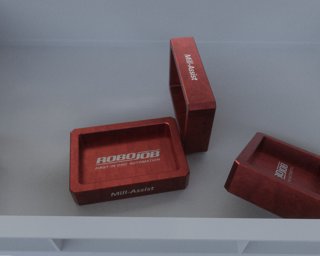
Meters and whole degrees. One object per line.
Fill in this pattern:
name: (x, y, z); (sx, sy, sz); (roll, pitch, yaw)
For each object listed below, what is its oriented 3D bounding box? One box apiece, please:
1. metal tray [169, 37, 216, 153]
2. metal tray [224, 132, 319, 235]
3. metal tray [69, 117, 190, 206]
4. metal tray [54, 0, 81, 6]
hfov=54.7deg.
metal tray: (0.037, -0.044, 0.399); (0.030, 0.090, 0.130); (-6, 50, -5)
metal tray: (0.128, 0.047, 0.318); (0.090, 0.030, 0.131); (24, 21, 20)
metal tray: (-0.038, 0.036, 0.370); (0.131, 0.030, 0.090); (-8, 50, -7)
metal tray: (-0.174, -0.312, 0.665); (0.131, 0.030, 0.090); (-27, 55, -21)
